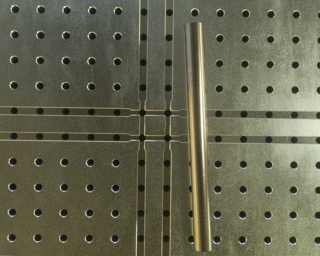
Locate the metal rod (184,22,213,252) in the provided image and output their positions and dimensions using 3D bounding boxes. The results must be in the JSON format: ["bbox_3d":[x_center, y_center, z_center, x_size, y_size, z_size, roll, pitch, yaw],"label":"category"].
[{"bbox_3d":[0.052,0.012,0.414,0.025,0.025,0.298,-3,90,-1],"label":"metal rod"}]
